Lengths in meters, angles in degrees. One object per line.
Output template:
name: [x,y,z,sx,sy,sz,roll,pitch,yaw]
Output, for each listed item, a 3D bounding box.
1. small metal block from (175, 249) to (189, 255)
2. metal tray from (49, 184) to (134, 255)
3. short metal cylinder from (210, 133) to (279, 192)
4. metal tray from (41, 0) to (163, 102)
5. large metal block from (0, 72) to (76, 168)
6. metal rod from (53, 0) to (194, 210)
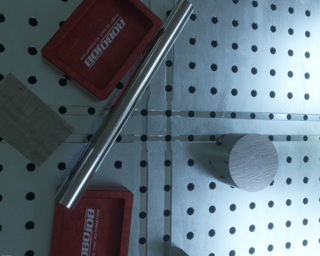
small metal block: [0.044,0.198,0.416,0.025,0.050,0.050,-38,103,-16]
metal tray: [-0.085,0.137,0.378,0.091,0.030,0.129,6,88,-20]
short metal cylinder: [0.120,0.047,0.443,0.081,0.050,0.080,0,90,-20]
metal tray: [-0.069,-0.109,0.383,0.090,0.030,0.130,38,78,-16]
large metal block: [-0.142,-0.007,0.331,0.080,0.080,0.050,44,76,-15]
metal rod: [-0.035,-0.042,0.382,0.025,0.025,0.300,35,72,-17]
